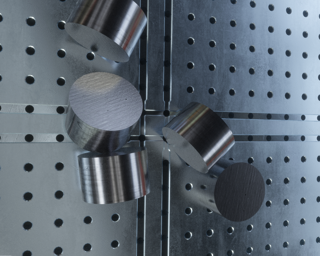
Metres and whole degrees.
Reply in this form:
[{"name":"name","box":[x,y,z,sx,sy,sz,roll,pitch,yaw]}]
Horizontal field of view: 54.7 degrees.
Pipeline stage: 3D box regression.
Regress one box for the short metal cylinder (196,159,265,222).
[{"name":"short metal cylinder","box":[0.099,0.085,0.438,0.081,0.050,0.079,0,90,-20]}]

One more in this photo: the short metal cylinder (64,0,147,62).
[{"name":"short metal cylinder","box":[-0.062,-0.119,0.361,0.080,0.080,0.050,27,81,-19]}]

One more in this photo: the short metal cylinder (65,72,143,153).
[{"name":"short metal cylinder","box":[-0.066,-0.018,0.357,0.081,0.050,0.080,11,54,-16]}]

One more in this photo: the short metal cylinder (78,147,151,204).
[{"name":"short metal cylinder","box":[-0.053,0.053,0.365,0.081,0.080,0.050,-7,93,-20]}]

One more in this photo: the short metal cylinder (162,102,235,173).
[{"name":"short metal cylinder","box":[0.049,0.012,0.403,0.050,0.080,0.080,-43,104,-15]}]
